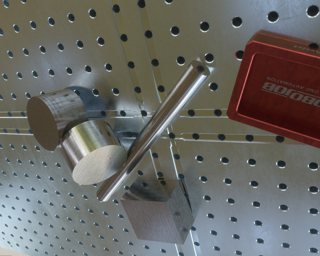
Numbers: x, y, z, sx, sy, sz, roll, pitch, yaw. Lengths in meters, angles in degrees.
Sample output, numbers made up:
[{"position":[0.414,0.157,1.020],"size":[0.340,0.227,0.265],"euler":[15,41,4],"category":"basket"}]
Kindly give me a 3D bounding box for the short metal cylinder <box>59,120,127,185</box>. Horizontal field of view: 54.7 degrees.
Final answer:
[{"position":[-0.094,0.035,0.437],"size":[0.050,0.081,0.079],"euler":[53,137,32],"category":"short metal cylinder"}]

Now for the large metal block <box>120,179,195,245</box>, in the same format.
[{"position":[-0.002,0.126,0.474],"size":[0.080,0.050,0.080],"euler":[-5,116,30],"category":"large metal block"}]

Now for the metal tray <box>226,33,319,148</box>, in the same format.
[{"position":[0.143,-0.033,0.311],"size":[0.130,0.030,0.089],"euler":[20,126,16],"category":"metal tray"}]

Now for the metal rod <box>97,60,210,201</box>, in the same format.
[{"position":[-0.026,0.024,0.439],"size":[0.025,0.025,0.298],"euler":[39,129,1],"category":"metal rod"}]

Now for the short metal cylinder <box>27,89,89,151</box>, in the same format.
[{"position":[-0.149,-0.013,0.452],"size":[0.080,0.050,0.079],"euler":[19,120,36],"category":"short metal cylinder"}]
